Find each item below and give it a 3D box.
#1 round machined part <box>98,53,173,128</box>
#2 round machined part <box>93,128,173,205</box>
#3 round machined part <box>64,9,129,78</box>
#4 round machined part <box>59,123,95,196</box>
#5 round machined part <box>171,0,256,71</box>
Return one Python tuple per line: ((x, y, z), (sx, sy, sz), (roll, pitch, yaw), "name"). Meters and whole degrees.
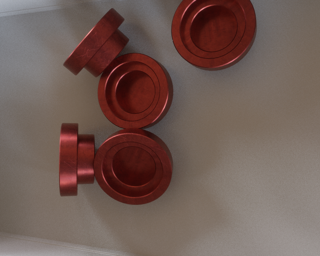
((-0.029, -0.047, 0.411), (0.098, 0.042, 0.097), (0, 90, 19), "round machined part")
((-0.032, 0.046, 0.400), (0.099, 0.042, 0.097), (2, 108, 6), "round machined part")
((-0.078, -0.105, 0.407), (0.042, 0.098, 0.098), (41, 105, -18), "round machined part")
((-0.111, 0.042, 0.419), (0.042, 0.098, 0.097), (1, 90, -14), "round machined part")
((0.067, -0.118, 0.378), (0.098, 0.042, 0.097), (0, 90, 19), "round machined part")
